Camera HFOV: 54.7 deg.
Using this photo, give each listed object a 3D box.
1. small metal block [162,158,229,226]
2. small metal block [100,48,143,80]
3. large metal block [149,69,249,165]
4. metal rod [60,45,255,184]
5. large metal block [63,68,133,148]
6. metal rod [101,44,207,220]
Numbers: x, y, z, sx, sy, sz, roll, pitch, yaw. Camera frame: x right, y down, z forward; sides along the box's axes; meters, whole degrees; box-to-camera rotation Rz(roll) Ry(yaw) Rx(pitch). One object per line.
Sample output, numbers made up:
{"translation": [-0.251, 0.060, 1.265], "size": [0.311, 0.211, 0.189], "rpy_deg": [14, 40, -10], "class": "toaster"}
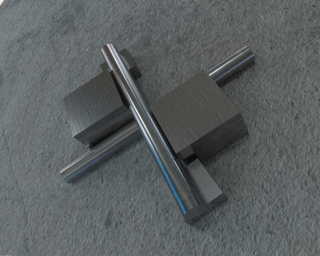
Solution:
{"translation": [0.038, 0.071, 0.343], "size": [0.050, 0.025, 0.050], "rpy_deg": [-37, 51, 3], "class": "small metal block"}
{"translation": [-0.063, -0.093, 0.496], "size": [0.050, 0.025, 0.050], "rpy_deg": [-32, 52, 7], "class": "small metal block"}
{"translation": [0.046, -0.010, 0.371], "size": [0.080, 0.050, 0.080], "rpy_deg": [-34, 51, 6], "class": "large metal block"}
{"translation": [-0.007, -0.015, 0.419], "size": [0.300, 0.025, 0.025], "rpy_deg": [-34, 52, 6], "class": "metal rod"}
{"translation": [-0.084, -0.026, 0.447], "size": [0.080, 0.050, 0.080], "rpy_deg": [-32, 52, 7], "class": "large metal block"}
{"translation": [-0.023, -0.020, 0.396], "size": [0.025, 0.025, 0.300], "rpy_deg": [-34, 51, 6], "class": "metal rod"}
